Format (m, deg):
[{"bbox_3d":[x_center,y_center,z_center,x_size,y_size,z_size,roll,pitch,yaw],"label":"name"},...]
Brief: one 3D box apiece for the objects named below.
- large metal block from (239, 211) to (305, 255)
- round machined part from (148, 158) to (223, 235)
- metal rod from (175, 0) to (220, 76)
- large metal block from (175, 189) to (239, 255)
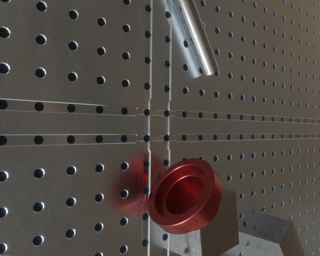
[{"bbox_3d":[0.190,0.197,0.533,0.050,0.080,0.080,-41,115,-33],"label":"large metal block"},{"bbox_3d":[0.036,0.090,0.392,0.042,0.098,0.098,49,61,-29],"label":"round machined part"},{"bbox_3d":[0.019,-0.213,0.424,0.025,0.025,0.299,-39,114,-33],"label":"metal rod"},{"bbox_3d":[0.068,0.137,0.450,0.081,0.050,0.079,-8,96,-40],"label":"large metal block"}]
